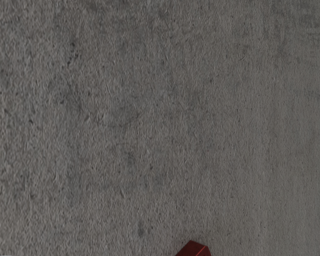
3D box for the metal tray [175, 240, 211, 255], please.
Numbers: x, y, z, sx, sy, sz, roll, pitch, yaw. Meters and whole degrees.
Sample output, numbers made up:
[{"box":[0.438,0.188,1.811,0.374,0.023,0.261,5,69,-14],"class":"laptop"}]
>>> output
[{"box":[0.028,0.232,0.423,0.131,0.030,0.090,-33,110,-35],"class":"metal tray"}]
